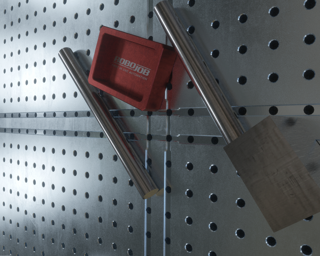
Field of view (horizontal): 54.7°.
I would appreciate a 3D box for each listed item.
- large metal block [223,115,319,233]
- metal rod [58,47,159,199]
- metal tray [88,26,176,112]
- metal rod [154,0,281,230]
[{"bbox_3d":[0.115,0.036,0.279,0.050,0.081,0.080,-42,65,32],"label":"large metal block"},{"bbox_3d":[-0.090,-0.022,0.483,0.025,0.025,0.299,-50,61,28],"label":"metal rod"},{"bbox_3d":[-0.044,-0.087,0.442,0.130,0.030,0.089,28,107,36],"label":"metal tray"},{"bbox_3d":[0.064,-0.031,0.356,0.025,0.025,0.299,-39,66,33],"label":"metal rod"}]
